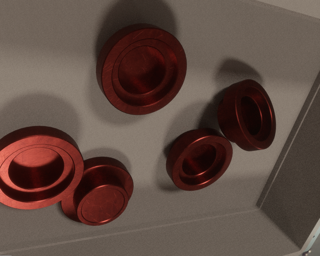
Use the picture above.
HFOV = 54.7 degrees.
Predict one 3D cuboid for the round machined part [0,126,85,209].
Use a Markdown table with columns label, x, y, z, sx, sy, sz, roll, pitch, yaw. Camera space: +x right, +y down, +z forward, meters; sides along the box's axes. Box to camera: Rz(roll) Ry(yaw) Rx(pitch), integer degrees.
| label | x | y | z | sx | sy | sz | roll | pitch | yaw |
| --- | --- | --- | --- | --- | --- | --- | --- | --- | --- |
| round machined part | -0.139 | 0.040 | 0.347 | 0.099 | 0.042 | 0.097 | -14 | 125 | -21 |

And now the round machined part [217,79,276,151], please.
| label | x | y | z | sx | sy | sz | roll | pitch | yaw |
| --- | --- | --- | --- | --- | --- | --- | --- | --- | --- |
| round machined part | 0.118 | -0.015 | 0.433 | 0.099 | 0.042 | 0.098 | 13 | 71 | -40 |

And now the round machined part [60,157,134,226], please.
| label | x | y | z | sx | sy | sz | roll | pitch | yaw |
| --- | --- | --- | --- | --- | --- | --- | --- | --- | --- |
| round machined part | -0.081 | 0.090 | 0.410 | 0.099 | 0.042 | 0.097 | -14 | 125 | -21 |

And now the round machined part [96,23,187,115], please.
| label | x | y | z | sx | sy | sz | roll | pitch | yaw |
| --- | --- | --- | --- | --- | --- | --- | --- | --- | --- |
| round machined part | -0.023 | -0.067 | 0.345 | 0.099 | 0.042 | 0.097 | -14 | 125 | -21 |

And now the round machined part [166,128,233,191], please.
| label | x | y | z | sx | sy | sz | roll | pitch | yaw |
| --- | --- | --- | --- | --- | --- | --- | --- | --- | --- |
| round machined part | 0.053 | 0.041 | 0.452 | 0.099 | 0.042 | 0.097 | -14 | 126 | -19 |
